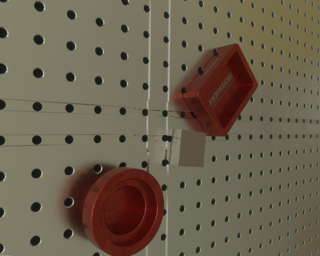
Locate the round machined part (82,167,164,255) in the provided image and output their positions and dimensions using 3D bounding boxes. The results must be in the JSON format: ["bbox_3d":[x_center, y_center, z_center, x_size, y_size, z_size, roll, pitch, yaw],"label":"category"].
[{"bbox_3d":[-0.046,0.094,0.362,0.099,0.042,0.097,0,90,-40],"label":"round machined part"}]

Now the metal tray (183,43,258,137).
[{"bbox_3d":[0.101,-0.061,0.492,0.130,0.030,0.090,-51,120,-28],"label":"metal tray"}]

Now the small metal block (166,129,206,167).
[{"bbox_3d":[0.038,0.029,0.444,0.050,0.025,0.050,9,85,-40],"label":"small metal block"}]
